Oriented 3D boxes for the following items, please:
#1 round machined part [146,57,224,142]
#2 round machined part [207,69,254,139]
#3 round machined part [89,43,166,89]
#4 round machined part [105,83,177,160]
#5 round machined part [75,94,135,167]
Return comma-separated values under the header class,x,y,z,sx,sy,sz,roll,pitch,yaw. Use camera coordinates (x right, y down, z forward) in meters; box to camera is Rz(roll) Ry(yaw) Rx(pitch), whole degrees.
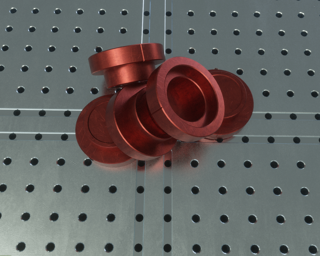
class,x,y,z,sx,sy,sz,roll,pitch,yaw
round machined part,0.025,-0.030,0.363,0.099,0.042,0.098,14,65,-31
round machined part,0.077,-0.037,0.417,0.099,0.042,0.098,0,70,-1
round machined part,-0.040,-0.078,0.406,0.099,0.098,0.042,-12,96,-5
round machined part,-0.013,-0.012,0.382,0.099,0.042,0.098,17,61,-33
round machined part,-0.061,-0.001,0.402,0.099,0.042,0.098,0,70,-1
